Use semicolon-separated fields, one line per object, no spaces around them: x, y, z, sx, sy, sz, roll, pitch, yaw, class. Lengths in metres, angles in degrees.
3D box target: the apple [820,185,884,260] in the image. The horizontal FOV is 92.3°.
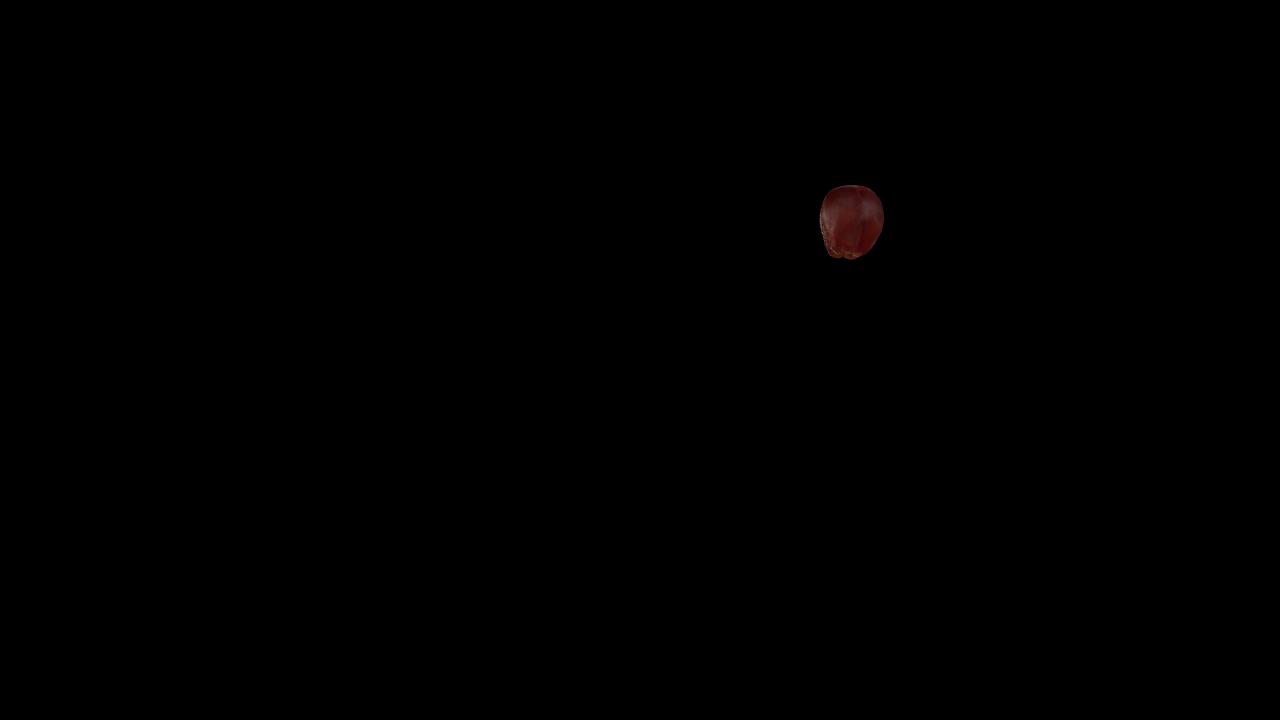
0.269;-0.178;0.785;0.079;0.093;0.079;3;-8;0;apple
